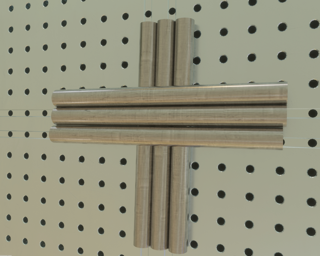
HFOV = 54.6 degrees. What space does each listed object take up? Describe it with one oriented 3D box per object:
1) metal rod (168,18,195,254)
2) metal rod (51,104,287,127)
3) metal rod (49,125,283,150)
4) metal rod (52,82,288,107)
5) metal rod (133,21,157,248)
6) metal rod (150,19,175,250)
[{"bbox_3d":[0.028,0.010,0.403,0.025,0.025,0.298,2,91,20],"label":"metal rod"},{"bbox_3d":[-0.004,-0.015,0.388,0.301,0.025,0.025,1,90,20],"label":"metal rod"},{"bbox_3d":[-0.007,0.010,0.389,0.301,0.025,0.025,1,90,20],"label":"metal rod"},{"bbox_3d":[-0.003,-0.040,0.387,0.301,0.025,0.025,1,90,20],"label":"metal rod"},{"bbox_3d":[-0.019,0.009,0.420,0.025,0.025,0.298,2,91,20],"label":"metal rod"},{"bbox_3d":[0.004,0.009,0.412,0.025,0.025,0.298,2,91,20],"label":"metal rod"}]
